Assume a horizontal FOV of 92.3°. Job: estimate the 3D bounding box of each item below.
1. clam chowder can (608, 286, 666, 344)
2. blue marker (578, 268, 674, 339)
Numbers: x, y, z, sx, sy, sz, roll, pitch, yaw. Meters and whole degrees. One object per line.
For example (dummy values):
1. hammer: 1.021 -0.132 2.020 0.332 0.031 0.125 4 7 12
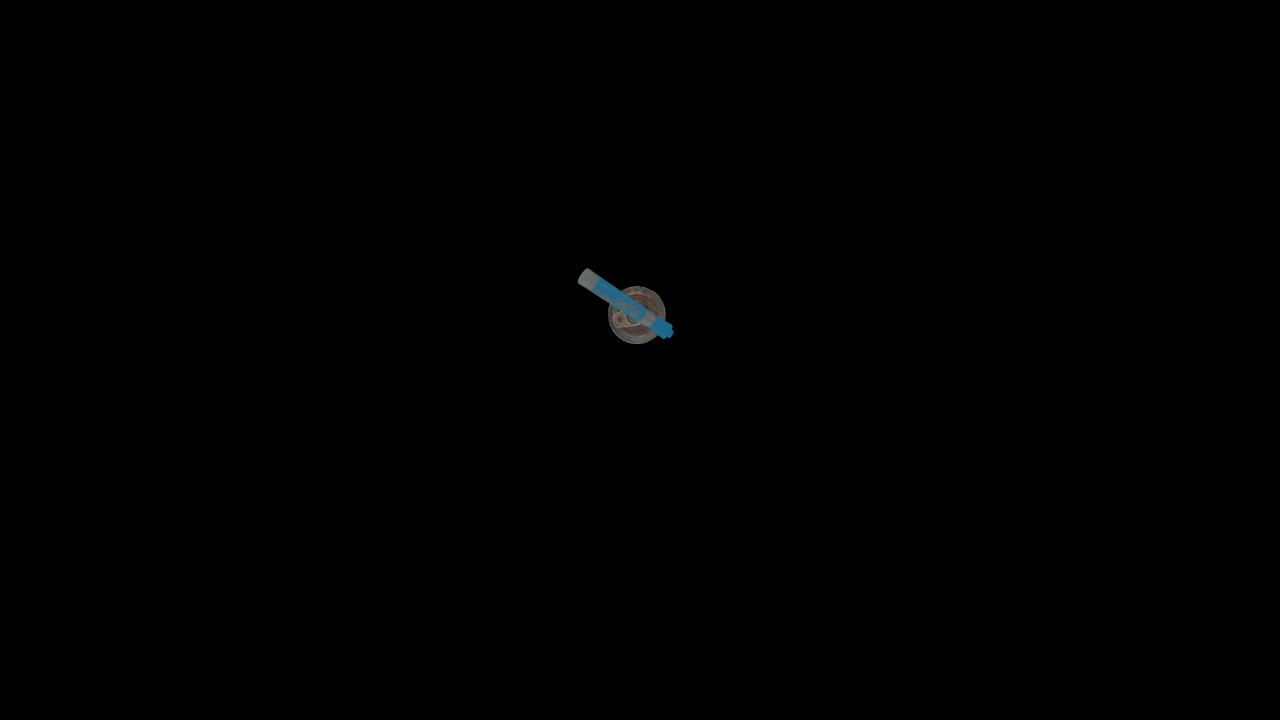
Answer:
1. clam chowder can: -0.006 -0.057 0.762 0.068 0.068 0.102 0 5 -3
2. blue marker: -0.012 -0.058 0.662 0.121 0.020 0.020 32 -13 -22
